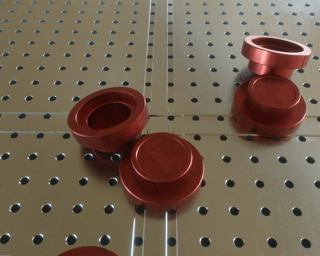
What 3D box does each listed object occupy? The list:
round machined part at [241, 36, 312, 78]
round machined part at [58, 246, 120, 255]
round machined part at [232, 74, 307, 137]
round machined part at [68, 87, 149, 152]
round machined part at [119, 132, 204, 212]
[{"bbox_3d":[0.174,-0.107,0.475,0.099,0.042,0.098,5,31,-3],"label":"round machined part"},{"bbox_3d":[-0.064,0.157,0.265,0.099,0.042,0.098,0,50,0],"label":"round machined part"},{"bbox_3d":[0.152,-0.038,0.429,0.099,0.042,0.098,0,50,0],"label":"round machined part"},{"bbox_3d":[-0.062,-0.007,0.393,0.098,0.042,0.098,-8,40,7],"label":"round machined part"},{"bbox_3d":[0.002,0.043,0.360,0.099,0.042,0.098,0,50,0],"label":"round machined part"}]
